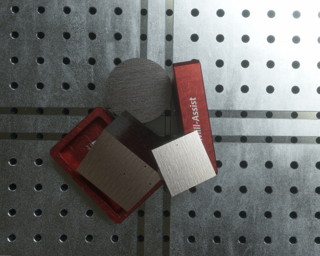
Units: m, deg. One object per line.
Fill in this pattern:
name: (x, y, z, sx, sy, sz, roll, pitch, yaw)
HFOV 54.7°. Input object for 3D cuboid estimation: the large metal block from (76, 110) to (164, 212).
large metal block: (-0.040, 0.040, 0.369, 0.080, 0.050, 0.080, 40, 125, -1)

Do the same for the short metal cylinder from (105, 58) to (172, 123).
short metal cylinder: (-0.026, -0.046, 0.400, 0.081, 0.050, 0.079, 0, 90, -1)

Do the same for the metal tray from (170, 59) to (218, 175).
metal tray: (0.039, -0.010, 0.381, 0.030, 0.090, 0.129, -9, 90, 0)

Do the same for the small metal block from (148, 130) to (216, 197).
small metal block: (0.022, 0.036, 0.319, 0.050, 0.025, 0.050, -24, 91, -12)

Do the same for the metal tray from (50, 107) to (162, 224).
metal tray: (-0.066, 0.048, 0.409, 0.090, 0.030, 0.130, -43, 91, 0)
